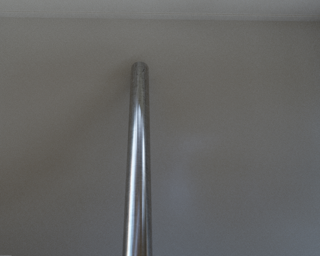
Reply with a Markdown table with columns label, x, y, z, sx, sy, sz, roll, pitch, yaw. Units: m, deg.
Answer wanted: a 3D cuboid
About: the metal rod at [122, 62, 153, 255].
| label | x | y | z | sx | sy | sz | roll | pitch | yaw |
| --- | --- | --- | --- | --- | --- | --- | --- | --- | --- |
| metal rod | -0.023 | 0.022 | 0.337 | 0.025 | 0.025 | 0.300 | -2 | 45 | -1 |
